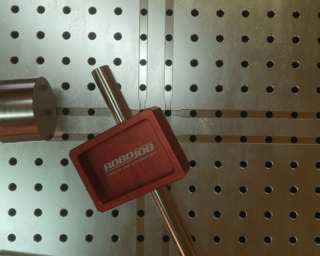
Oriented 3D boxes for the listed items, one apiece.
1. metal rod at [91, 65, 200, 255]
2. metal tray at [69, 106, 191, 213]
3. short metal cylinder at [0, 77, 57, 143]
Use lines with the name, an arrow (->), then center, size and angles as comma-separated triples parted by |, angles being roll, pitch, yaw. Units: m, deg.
metal rod -> -0.015, 0.056, 0.413 | 0.025, 0.025, 0.299 | -26, 90, 0
metal tray -> -0.040, 0.040, 0.388 | 0.130, 0.030, 0.090 | -27, 90, 20
short metal cylinder -> -0.167, -0.022, 0.384 | 0.050, 0.080, 0.079 | -4, 90, 0
